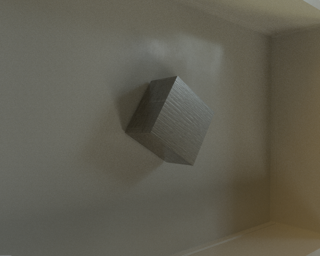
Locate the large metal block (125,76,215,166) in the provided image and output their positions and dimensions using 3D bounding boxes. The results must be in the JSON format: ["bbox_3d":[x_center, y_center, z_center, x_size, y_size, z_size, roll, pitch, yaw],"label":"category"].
[{"bbox_3d":[0.015,-0.008,0.397,0.080,0.050,0.080,39,66,-34],"label":"large metal block"}]
